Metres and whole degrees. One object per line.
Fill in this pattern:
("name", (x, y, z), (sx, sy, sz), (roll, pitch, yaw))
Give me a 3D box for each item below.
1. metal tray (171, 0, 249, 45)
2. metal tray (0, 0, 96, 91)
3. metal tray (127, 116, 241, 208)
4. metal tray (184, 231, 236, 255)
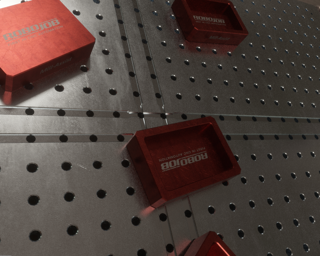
("metal tray", (0.095, -0.204, 0.582), (0.131, 0.030, 0.090), (-6, 65, -31))
("metal tray", (-0.159, -0.111, 0.388), (0.090, 0.030, 0.131), (47, 51, 4))
("metal tray", (0.033, 0.038, 0.400), (0.131, 0.030, 0.090), (-12, 68, -33))
("metal tray", (0.049, 0.177, 0.303), (0.090, 0.030, 0.131), (48, 36, 5))
